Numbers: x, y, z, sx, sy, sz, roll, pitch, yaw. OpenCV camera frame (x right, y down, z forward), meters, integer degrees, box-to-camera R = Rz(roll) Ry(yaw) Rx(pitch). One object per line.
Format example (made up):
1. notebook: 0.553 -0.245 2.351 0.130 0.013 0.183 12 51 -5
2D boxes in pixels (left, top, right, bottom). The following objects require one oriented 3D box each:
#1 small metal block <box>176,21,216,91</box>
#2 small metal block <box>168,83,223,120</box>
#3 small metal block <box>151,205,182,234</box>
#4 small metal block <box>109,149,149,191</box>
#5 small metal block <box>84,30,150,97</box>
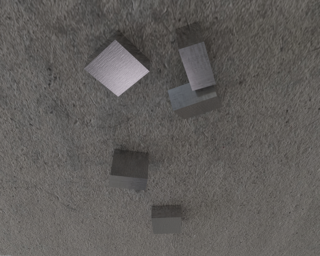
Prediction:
1. small metal block: 0.038 -0.076 0.326 0.025 0.050 0.050 -15 129 12
2. small metal block: 0.043 -0.034 0.362 0.050 0.025 0.050 -18 165 15
3. small metal block: 0.012 0.161 0.545 0.050 0.025 0.050 -3 130 2
4. small metal block: -0.043 0.059 0.440 0.050 0.050 0.025 7 130 -6
5. small metal block: -0.047 -0.071 0.346 0.050 0.025 0.050 -35 122 26
